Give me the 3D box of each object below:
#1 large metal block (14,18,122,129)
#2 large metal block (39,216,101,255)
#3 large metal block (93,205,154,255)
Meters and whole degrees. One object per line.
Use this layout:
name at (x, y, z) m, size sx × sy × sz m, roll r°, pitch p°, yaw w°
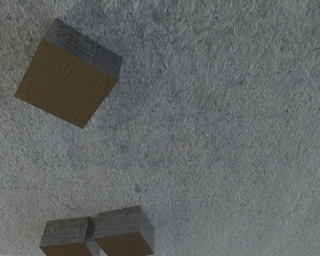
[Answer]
large metal block at (-0.099, -0.057, 0.341) m, size 0.080 × 0.050 × 0.080 m, roll 28°, pitch 125°, yaw -22°
large metal block at (-0.160, 0.211, 0.568) m, size 0.080 × 0.050 × 0.080 m, roll -8°, pitch 130°, yaw 6°
large metal block at (-0.060, 0.188, 0.550) m, size 0.080 × 0.050 × 0.080 m, roll -13°, pitch 129°, yaw 10°
